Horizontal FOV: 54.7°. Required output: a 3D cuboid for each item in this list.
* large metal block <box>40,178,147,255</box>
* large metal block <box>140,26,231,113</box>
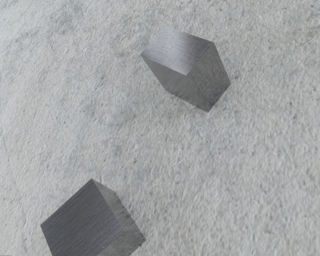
[{"bbox_3d":[-0.077,0.120,0.353,0.080,0.050,0.080,-43,51,-2],"label":"large metal block"},{"bbox_3d":[0.034,-0.074,0.395,0.080,0.080,0.050,33,80,38],"label":"large metal block"}]
